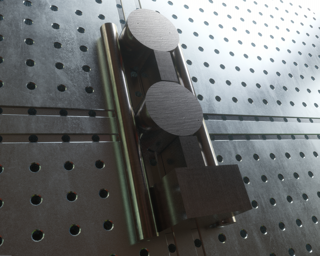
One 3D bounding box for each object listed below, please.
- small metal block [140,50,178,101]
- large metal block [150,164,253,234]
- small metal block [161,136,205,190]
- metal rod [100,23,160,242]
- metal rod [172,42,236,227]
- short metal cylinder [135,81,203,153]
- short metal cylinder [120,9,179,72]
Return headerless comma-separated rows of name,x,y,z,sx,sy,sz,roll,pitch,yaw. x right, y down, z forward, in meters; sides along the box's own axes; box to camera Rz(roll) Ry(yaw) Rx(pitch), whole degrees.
small metal block,-0.003,-0.072,0.433,0.025,0.050,0.050,1,62,-28
large metal block,0.039,0.080,0.345,0.081,0.080,0.050,1,62,-28
small metal block,0.028,0.043,0.380,0.025,0.050,0.050,0,62,-28
metal rod,-0.044,-0.014,0.392,0.025,0.025,0.299,1,61,-28
metal rod,0.049,-0.014,0.442,0.025,0.025,0.299,1,61,-28
short metal cylinder,0.009,-0.014,0.405,0.081,0.050,0.080,14,56,-21
short metal cylinder,-0.019,-0.129,0.460,0.081,0.050,0.080,14,56,-21
